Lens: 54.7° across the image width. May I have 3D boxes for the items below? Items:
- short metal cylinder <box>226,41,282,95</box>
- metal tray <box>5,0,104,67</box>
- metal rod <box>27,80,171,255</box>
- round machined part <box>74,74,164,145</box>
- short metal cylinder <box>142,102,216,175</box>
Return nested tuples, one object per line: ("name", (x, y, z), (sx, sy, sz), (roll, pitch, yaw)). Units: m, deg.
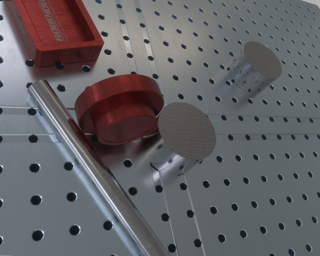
("short metal cylinder", (0.165, -0.105, 0.544), (0.081, 0.050, 0.080), (14, 56, -21))
("metal tray", (-0.144, -0.148, 0.417), (0.091, 0.030, 0.130), (-17, 71, -35))
("metal rod", (-0.053, 0.070, 0.336), (0.025, 0.025, 0.299), (-30, 78, -38))
("round machined part", (-0.042, -0.014, 0.347), (0.099, 0.097, 0.042), (-6, 64, -31))
("short metal cylinder", (0.024, 0.014, 0.396), (0.081, 0.050, 0.080), (14, 56, -21))
